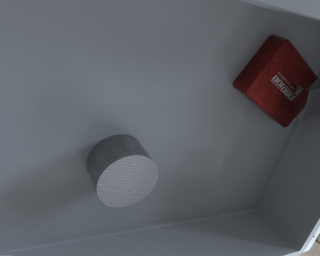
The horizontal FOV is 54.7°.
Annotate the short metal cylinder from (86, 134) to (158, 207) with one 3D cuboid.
[{"bbox_3d":[-0.049,0.055,0.401,0.081,0.050,0.079,-14,125,-21],"label":"short metal cylinder"}]

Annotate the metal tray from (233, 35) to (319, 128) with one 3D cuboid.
[{"bbox_3d":[0.180,-0.065,0.466,0.131,0.030,0.090,29,102,-38],"label":"metal tray"}]

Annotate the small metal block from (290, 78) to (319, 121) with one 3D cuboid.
[{"bbox_3d":[0.230,-0.044,0.471,0.050,0.025,0.050,-16,125,-20],"label":"small metal block"}]
